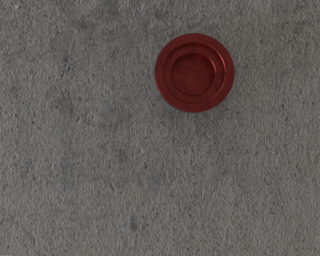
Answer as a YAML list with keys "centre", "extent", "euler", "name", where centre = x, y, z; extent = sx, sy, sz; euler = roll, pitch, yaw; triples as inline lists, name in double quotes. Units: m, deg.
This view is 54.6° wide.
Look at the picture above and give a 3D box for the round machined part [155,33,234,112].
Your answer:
- centre: [0.043, -0.068, 0.402]
  extent: [0.099, 0.042, 0.097]
  euler: [0, 90, 0]
  name: "round machined part"
